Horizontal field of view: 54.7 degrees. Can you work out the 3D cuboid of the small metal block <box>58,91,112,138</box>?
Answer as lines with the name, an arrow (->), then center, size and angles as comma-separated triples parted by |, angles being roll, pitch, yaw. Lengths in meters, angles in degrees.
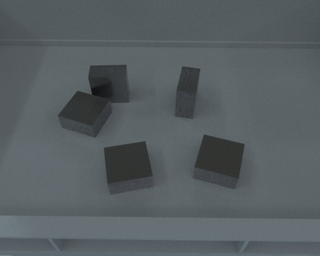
small metal block -> -0.100, -0.019, 0.421 | 0.050, 0.025, 0.050 | 16, 52, 13

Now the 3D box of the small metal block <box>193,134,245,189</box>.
small metal block -> 0.071, 0.040, 0.372 | 0.050, 0.025, 0.050 | 14, 51, 11

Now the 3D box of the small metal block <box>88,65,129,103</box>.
small metal block -> -0.071, -0.062, 0.440 | 0.050, 0.050, 0.025 | -2, 50, -2

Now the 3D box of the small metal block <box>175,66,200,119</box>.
small metal block -> 0.038, -0.049, 0.430 | 0.025, 0.050, 0.050 | 9, 51, 7

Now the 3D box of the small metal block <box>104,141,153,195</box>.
small metal block -> -0.037, 0.046, 0.366 | 0.050, 0.025, 0.050 | -9, 51, -7
